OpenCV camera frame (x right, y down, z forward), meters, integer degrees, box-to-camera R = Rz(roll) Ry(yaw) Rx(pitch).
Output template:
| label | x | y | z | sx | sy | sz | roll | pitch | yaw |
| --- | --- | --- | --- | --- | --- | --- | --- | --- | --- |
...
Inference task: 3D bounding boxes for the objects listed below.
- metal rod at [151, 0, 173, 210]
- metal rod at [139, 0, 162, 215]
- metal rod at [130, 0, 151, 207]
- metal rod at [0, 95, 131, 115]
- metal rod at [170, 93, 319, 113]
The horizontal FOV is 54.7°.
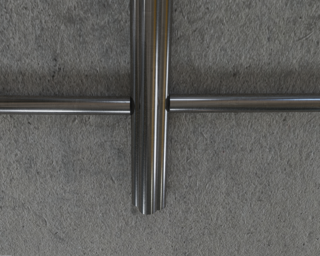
| label | x | y | z | sx | sy | sz | roll | pitch | yaw |
| --- | --- | --- | --- | --- | --- | --- | --- | --- | --- |
| metal rod | 0.000 | -0.026 | 0.402 | 0.025 | 0.025 | 0.298 | 1 | 110 | -1 |
| metal rod | -0.013 | -0.026 | 0.380 | 0.025 | 0.025 | 0.298 | 1 | 110 | -1 |
| metal rod | -0.025 | -0.032 | 0.400 | 0.025 | 0.025 | 0.298 | 1 | 110 | -1 |
| metal rod | -0.189 | -0.030 | 0.397 | 0.302 | 0.025 | 0.025 | 0 | 110 | -1 |
| metal rod | 0.164 | -0.033 | 0.401 | 0.302 | 0.025 | 0.025 | 0 | 110 | -1 |
